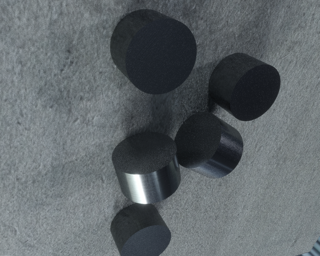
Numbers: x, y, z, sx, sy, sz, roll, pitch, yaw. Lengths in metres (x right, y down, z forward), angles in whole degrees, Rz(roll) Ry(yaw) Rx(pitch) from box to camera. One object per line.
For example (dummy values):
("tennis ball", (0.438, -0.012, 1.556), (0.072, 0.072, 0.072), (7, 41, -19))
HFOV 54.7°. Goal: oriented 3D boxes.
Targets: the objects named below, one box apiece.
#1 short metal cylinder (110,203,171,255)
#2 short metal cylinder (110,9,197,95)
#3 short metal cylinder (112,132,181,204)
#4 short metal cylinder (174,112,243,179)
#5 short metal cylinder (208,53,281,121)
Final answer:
("short metal cylinder", (-0.030, 0.162, 0.476), (0.081, 0.050, 0.079), (-14, 125, -21))
("short metal cylinder", (-0.008, -0.083, 0.336), (0.081, 0.050, 0.079), (-14, 125, -21))
("short metal cylinder", (-0.016, 0.049, 0.394), (0.081, 0.080, 0.050), (-21, 127, -16))
("short metal cylinder", (0.065, 0.024, 0.424), (0.050, 0.080, 0.080), (28, 103, -38))
("short metal cylinder", (0.114, -0.056, 0.421), (0.081, 0.050, 0.079), (-14, 125, -21))
